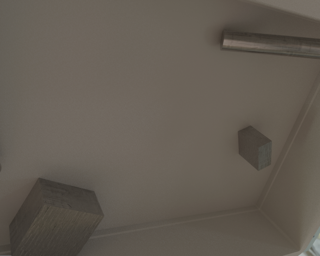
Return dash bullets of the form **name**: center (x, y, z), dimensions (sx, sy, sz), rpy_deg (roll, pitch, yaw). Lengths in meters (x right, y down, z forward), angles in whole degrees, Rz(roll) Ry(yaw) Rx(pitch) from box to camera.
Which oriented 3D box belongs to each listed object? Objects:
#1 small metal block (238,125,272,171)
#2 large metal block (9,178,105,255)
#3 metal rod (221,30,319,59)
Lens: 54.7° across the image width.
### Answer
- **small metal block**: center (0.152, 0.032, 0.498), dimensions (0.025, 0.050, 0.050), rpy_deg (-24, 127, -14)
- **large metal block**: center (-0.132, 0.119, 0.395), dimensions (0.080, 0.050, 0.080), rpy_deg (25, 105, -37)
- **metal rod**: center (0.228, -0.096, 0.388), dimensions (0.302, 0.025, 0.025), rpy_deg (5, 120, 0)
